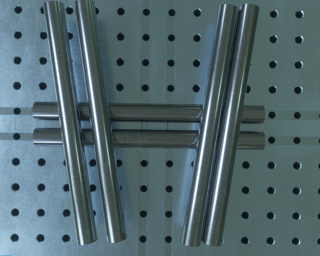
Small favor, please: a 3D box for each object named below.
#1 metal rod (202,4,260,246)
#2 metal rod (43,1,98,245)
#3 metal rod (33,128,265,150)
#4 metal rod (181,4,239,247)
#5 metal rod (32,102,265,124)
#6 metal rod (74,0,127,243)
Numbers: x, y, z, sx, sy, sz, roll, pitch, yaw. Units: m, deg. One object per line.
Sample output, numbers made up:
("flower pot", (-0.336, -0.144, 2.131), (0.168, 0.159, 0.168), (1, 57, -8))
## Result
("metal rod", (0.089, -0.004, 0.390), (0.025, 0.025, 0.298), (9, 90, 0))
("metal rod", (-0.112, -0.006, 0.388), (0.025, 0.025, 0.298), (-8, 90, 0))
("metal rod", (-0.014, 0.015, 0.414), (0.302, 0.025, 0.025), (1, 90, 0))
("metal rod", (0.062, -0.003, 0.389), (0.025, 0.025, 0.298), (9, 90, 0))
("metal rod", (-0.014, -0.020, 0.414), (0.302, 0.025, 0.025), (1, 90, 0))
("metal rod", (-0.074, -0.009, 0.389), (0.025, 0.025, 0.298), (-8, 90, 0))
